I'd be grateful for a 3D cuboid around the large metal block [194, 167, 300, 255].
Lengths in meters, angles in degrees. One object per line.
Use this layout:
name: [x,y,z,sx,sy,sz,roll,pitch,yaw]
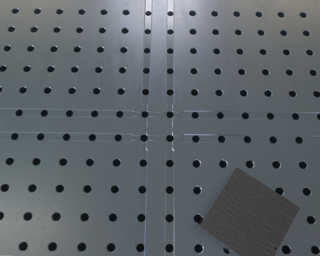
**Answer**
large metal block: [0.098,0.105,0.360,0.080,0.050,0.080,33,73,11]
